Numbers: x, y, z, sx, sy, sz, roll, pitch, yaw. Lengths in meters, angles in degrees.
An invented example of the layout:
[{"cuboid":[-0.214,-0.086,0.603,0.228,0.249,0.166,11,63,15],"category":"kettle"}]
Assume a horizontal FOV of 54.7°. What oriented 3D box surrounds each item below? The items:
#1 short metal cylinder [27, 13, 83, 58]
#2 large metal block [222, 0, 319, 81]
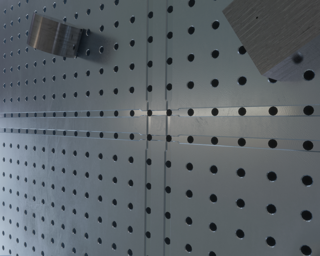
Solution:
[{"cuboid":[-0.175,-0.154,0.518,0.080,0.081,0.050,31,110,35],"category":"short metal cylinder"},{"cuboid":[0.120,-0.103,0.294,0.080,0.050,0.080,-37,67,33],"category":"large metal block"}]
